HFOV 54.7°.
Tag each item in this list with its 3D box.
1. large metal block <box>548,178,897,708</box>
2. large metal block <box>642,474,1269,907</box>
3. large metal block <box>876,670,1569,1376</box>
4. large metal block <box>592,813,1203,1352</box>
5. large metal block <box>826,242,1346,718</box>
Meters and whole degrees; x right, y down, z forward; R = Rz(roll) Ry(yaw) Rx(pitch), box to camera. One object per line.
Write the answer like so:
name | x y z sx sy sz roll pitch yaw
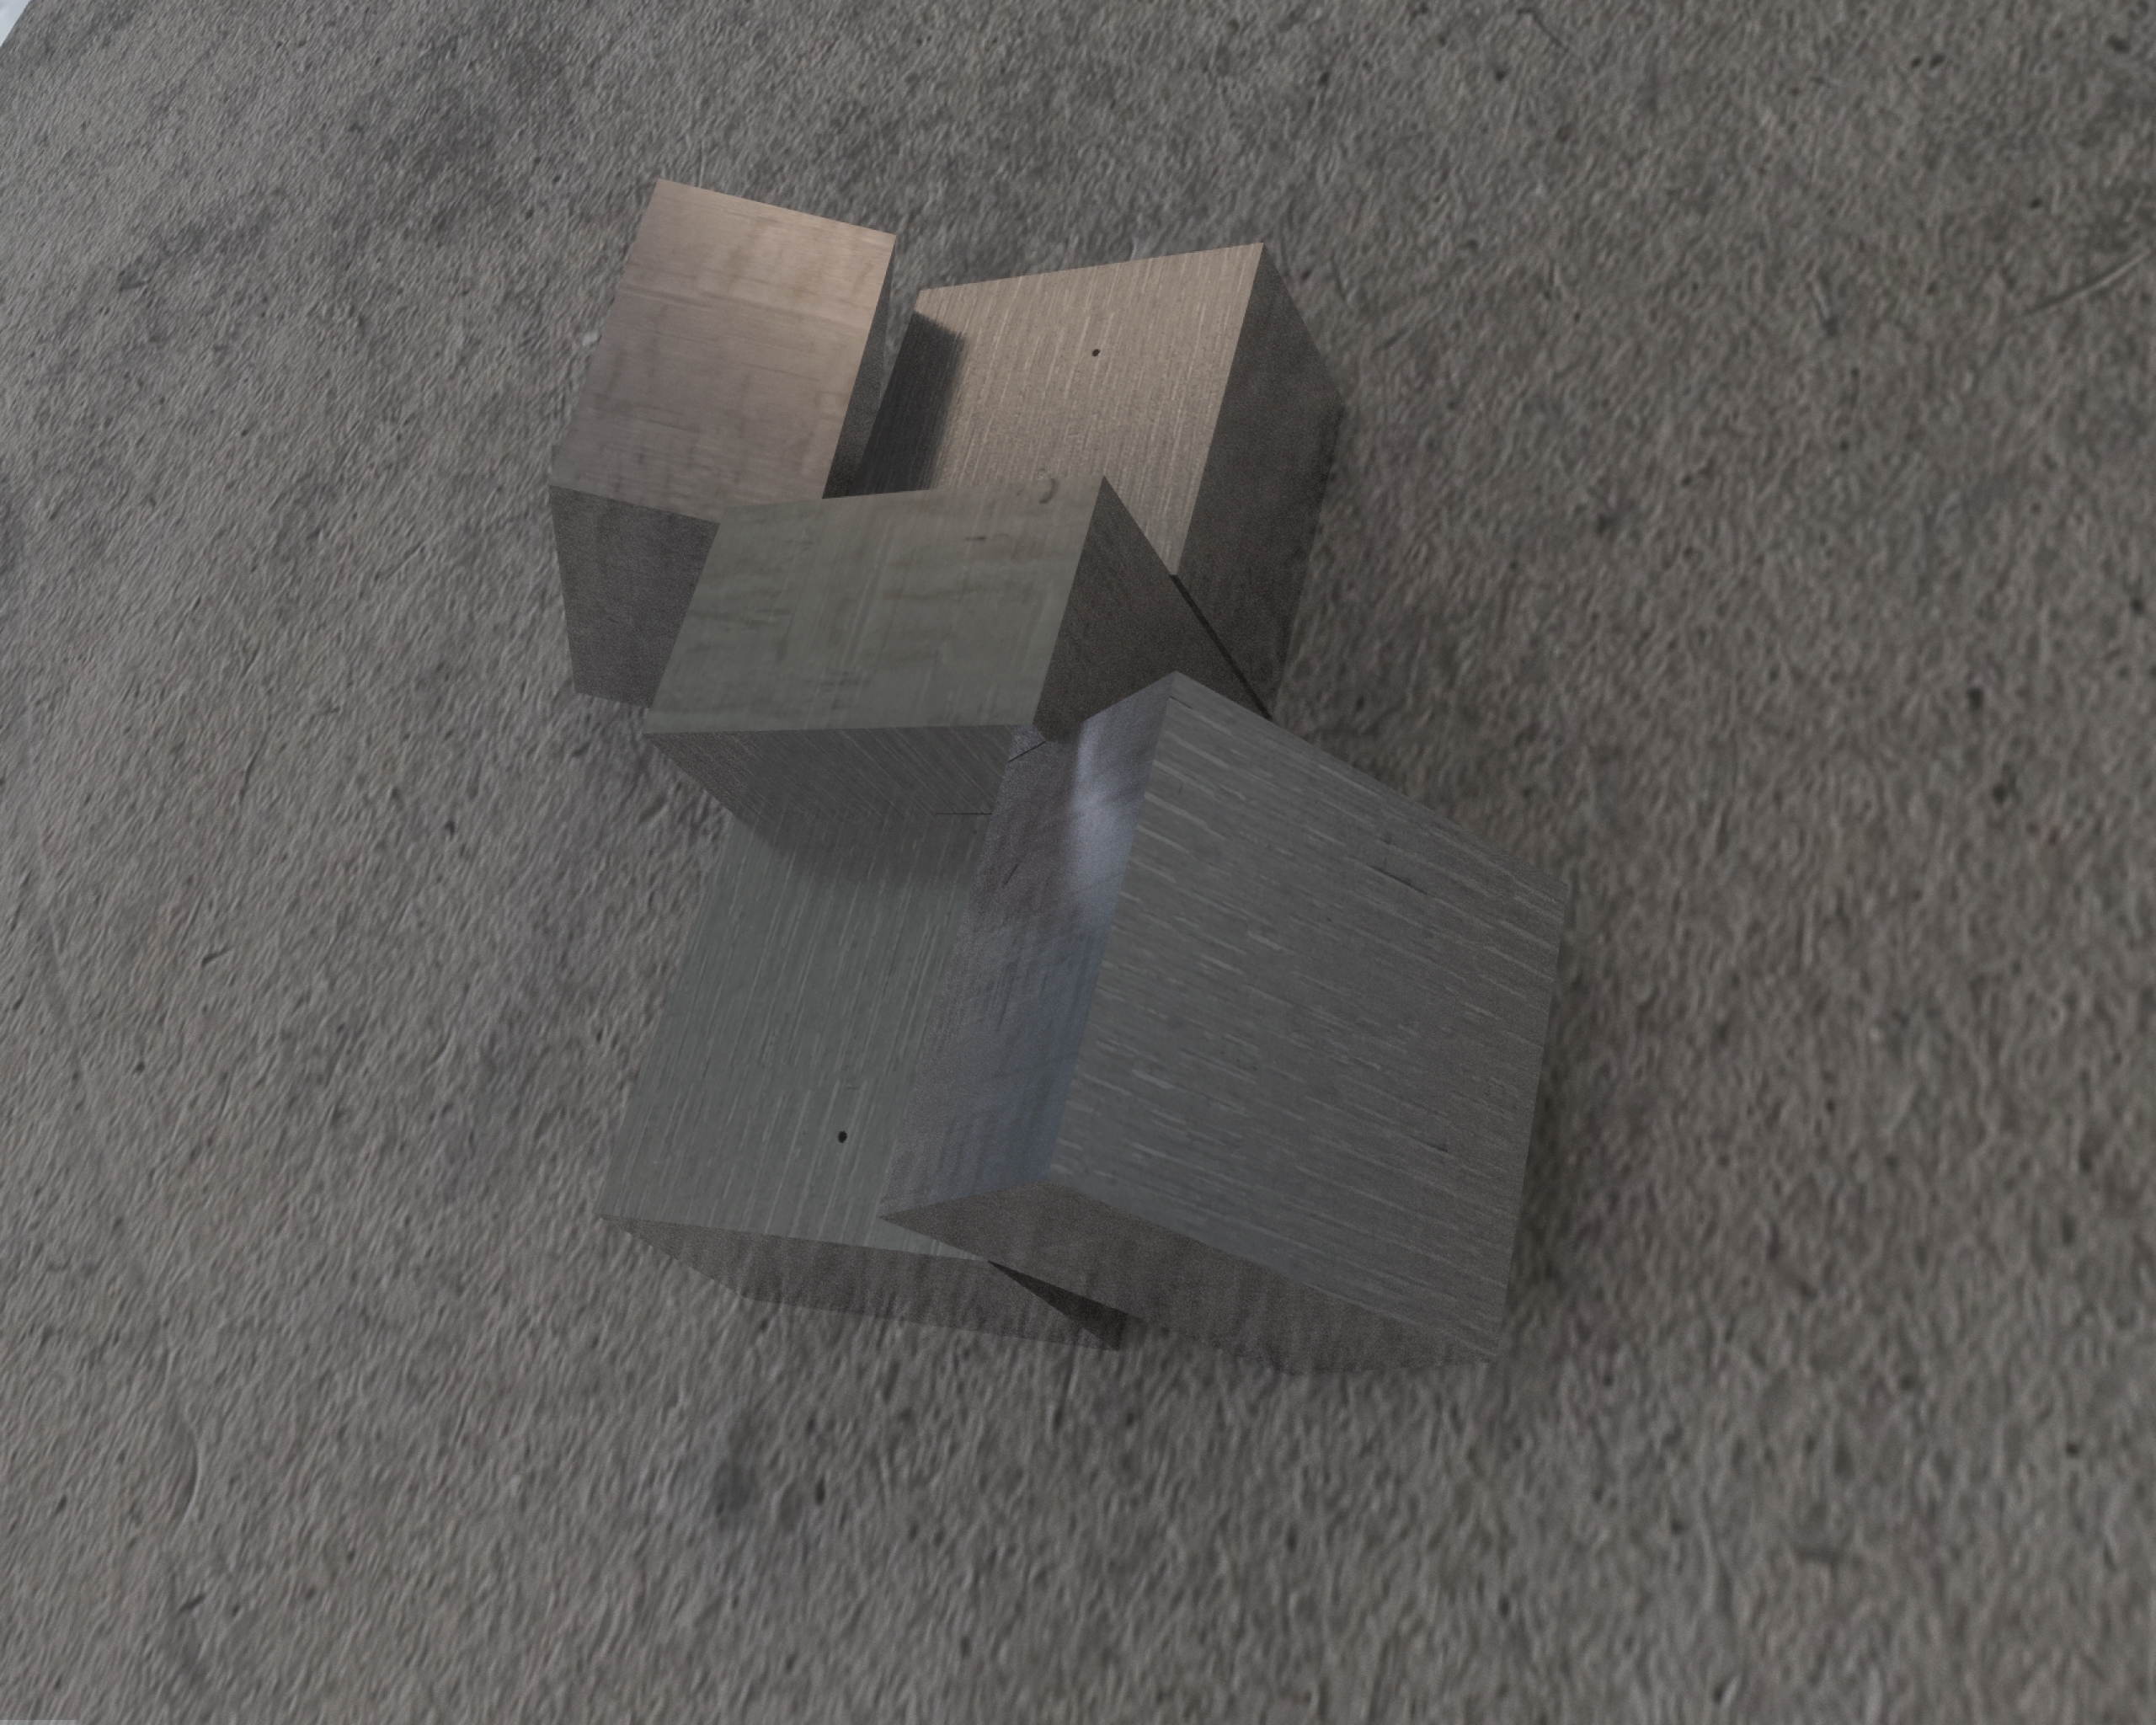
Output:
large metal block | -0.075 -0.084 0.451 0.050 0.080 0.080 13 63 -4
large metal block | -0.020 -0.026 0.395 0.080 0.080 0.050 1 62 28
large metal block | 0.025 0.029 0.329 0.050 0.080 0.080 -25 45 54
large metal block | -0.029 0.038 0.380 0.080 0.050 0.080 1 62 28
large metal block | 0.003 -0.076 0.433 0.080 0.050 0.080 1 62 28
